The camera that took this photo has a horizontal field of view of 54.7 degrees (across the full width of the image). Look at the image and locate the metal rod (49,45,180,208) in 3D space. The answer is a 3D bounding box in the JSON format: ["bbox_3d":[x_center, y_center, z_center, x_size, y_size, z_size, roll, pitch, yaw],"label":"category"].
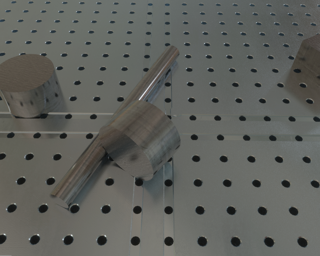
[{"bbox_3d":[-0.045,-0.023,0.426,0.025,0.025,0.301,21,53,16],"label":"metal rod"}]

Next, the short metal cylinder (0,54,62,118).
[{"bbox_3d":[-0.185,-0.060,0.440,0.081,0.050,0.080,0,50,0],"label":"short metal cylinder"}]

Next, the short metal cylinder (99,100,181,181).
[{"bbox_3d":[-0.023,0.014,0.360,0.080,0.080,0.050,31,56,23],"label":"short metal cylinder"}]

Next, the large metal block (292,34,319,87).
[{"bbox_3d":[0.274,-0.107,0.485,0.081,0.050,0.080,-24,54,-19],"label":"large metal block"}]
